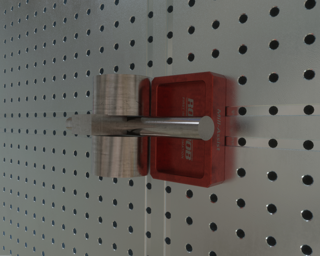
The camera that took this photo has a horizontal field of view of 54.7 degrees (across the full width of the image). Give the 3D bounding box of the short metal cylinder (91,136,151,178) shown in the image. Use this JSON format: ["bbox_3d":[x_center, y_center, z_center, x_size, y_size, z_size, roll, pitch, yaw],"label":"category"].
[{"bbox_3d":[-0.051,0.035,0.415,0.080,0.081,0.050,2,92,40],"label":"short metal cylinder"}]

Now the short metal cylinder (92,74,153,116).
[{"bbox_3d":[-0.049,-0.041,0.412,0.080,0.081,0.050,1,91,40],"label":"short metal cylinder"}]

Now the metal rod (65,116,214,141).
[{"bbox_3d":[-0.053,-0.003,0.422,0.300,0.025,0.025,2,92,49],"label":"metal rod"}]

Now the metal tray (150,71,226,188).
[{"bbox_3d":[0.032,0.001,0.379,0.090,0.030,0.129,2,91,40],"label":"metal tray"}]

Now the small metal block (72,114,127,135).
[{"bbox_3d":[-0.078,-0.004,0.395,0.050,0.050,0.025,1,91,48],"label":"small metal block"}]
